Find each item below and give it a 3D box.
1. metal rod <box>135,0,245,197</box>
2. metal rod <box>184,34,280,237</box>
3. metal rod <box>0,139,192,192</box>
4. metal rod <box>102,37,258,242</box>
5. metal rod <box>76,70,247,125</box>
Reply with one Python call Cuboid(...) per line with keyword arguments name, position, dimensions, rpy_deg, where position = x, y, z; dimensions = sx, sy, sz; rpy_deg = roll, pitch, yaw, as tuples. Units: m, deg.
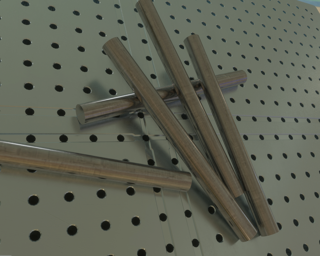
Cuboid(name="metal rod", position=(0.038, -0.045, 0.428), dimensions=(0.025, 0.025, 0.299), rpy_deg=(-20, 82, -36))
Cuboid(name="metal rod", position=(0.096, 0.001, 0.440), dimensions=(0.025, 0.025, 0.299), rpy_deg=(-10, 74, -33))
Cuboid(name="metal rod", position=(-0.103, 0.036, 0.330), dimensions=(0.302, 0.025, 0.025), rpy_deg=(13, 57, -22))
Cuboid(name="metal rod", position=(0.024, 0.013, 0.392), dimensions=(0.025, 0.025, 0.299), rpy_deg=(-35, 88, -38))
Cuboid(name="metal rod", position=(0.024, -0.053, 0.454), dimensions=(0.302, 0.025, 0.025), rpy_deg=(-17, 71, -35))
